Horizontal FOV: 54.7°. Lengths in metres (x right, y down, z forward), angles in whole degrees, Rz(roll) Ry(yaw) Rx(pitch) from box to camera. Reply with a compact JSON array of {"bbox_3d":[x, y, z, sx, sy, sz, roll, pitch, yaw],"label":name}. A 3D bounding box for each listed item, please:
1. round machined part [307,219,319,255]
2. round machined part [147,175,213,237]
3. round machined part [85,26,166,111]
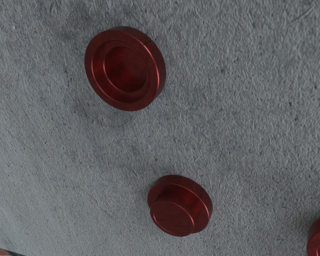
[{"bbox_3d":[0.226,0.135,0.360,0.098,0.042,0.097,13,124,21],"label":"round machined part"},{"bbox_3d":[0.025,0.121,0.458,0.098,0.042,0.097,13,124,21],"label":"round machined part"},{"bbox_3d":[-0.037,-0.073,0.371,0.098,0.042,0.097,13,124,21],"label":"round machined part"}]
